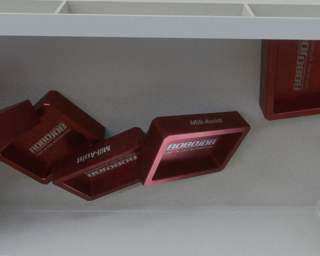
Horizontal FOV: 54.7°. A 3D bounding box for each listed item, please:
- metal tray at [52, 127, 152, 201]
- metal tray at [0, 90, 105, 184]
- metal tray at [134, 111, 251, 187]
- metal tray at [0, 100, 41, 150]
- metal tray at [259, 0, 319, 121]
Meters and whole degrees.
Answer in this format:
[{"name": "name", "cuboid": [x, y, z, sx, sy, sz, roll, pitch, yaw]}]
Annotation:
[{"name": "metal tray", "cuboid": [-0.067, 0.054, 0.424, 0.130, 0.030, 0.090, -23, 145, 11]}, {"name": "metal tray", "cuboid": [-0.151, 0.018, 0.419, 0.130, 0.030, 0.090, -34, 123, 25]}, {"name": "metal tray", "cuboid": [0.041, 0.025, 0.391, 0.131, 0.030, 0.089, -5, 136, -31]}, {"name": "metal tray", "cuboid": [-0.213, 0.013, 0.347, 0.130, 0.090, 0.030, -16, 109, 20]}, {"name": "metal tray", "cuboid": [0.162, -0.072, 0.345, 0.090, 0.030, 0.129, -8, 130, 6]}]
